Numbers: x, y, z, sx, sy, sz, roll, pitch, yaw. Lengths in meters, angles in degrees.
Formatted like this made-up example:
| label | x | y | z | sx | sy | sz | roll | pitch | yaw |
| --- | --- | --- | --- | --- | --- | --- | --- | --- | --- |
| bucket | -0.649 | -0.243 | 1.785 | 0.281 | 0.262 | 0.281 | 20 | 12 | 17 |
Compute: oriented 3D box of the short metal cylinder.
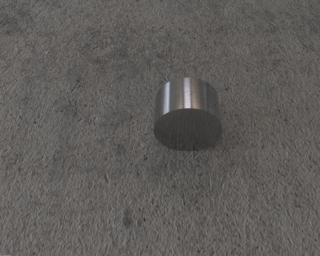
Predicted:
| label | x | y | z | sx | sy | sz | roll | pitch | yaw |
| --- | --- | --- | --- | --- | --- | --- | --- | --- | --- |
| short metal cylinder | 0.033 | -0.015 | 0.380 | 0.080 | 0.080 | 0.050 | 1 | 50 | 1 |
